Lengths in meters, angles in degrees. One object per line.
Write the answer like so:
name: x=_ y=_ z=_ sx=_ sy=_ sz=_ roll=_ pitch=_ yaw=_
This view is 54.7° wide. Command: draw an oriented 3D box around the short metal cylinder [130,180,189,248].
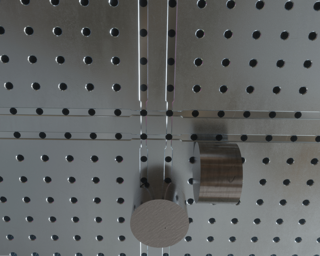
short metal cylinder: x=0.000 y=0.123 z=0.445 sx=0.081 sy=0.050 sz=0.079 roll=0 pitch=110 yaw=0

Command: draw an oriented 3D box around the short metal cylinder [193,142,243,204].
short metal cylinder: x=0.073 y=0.059 z=0.406 sx=0.050 sy=0.080 sz=0.079 roll=2 pitch=110 yaw=-1
